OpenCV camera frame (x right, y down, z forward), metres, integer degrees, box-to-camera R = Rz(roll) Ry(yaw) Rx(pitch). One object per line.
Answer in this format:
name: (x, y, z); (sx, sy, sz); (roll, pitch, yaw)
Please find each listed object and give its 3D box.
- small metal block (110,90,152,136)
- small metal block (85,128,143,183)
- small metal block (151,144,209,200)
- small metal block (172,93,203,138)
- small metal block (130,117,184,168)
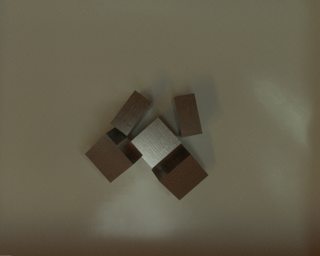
small metal block: (-0.035, -0.018, 0.396); (0.025, 0.050, 0.050); (37, 90, 0)
small metal block: (-0.060, 0.034, 0.398); (0.050, 0.025, 0.050); (49, 123, -1)
small metal block: (0.026, 0.057, 0.397); (0.050, 0.025, 0.050); (-41, 127, -1)
small metal block: (0.033, -0.015, 0.397); (0.025, 0.050, 0.050); (-11, 90, -1)
small metal block: (-0.004, 0.021, 0.409); (0.050, 0.025, 0.050); (-42, 91, 0)
